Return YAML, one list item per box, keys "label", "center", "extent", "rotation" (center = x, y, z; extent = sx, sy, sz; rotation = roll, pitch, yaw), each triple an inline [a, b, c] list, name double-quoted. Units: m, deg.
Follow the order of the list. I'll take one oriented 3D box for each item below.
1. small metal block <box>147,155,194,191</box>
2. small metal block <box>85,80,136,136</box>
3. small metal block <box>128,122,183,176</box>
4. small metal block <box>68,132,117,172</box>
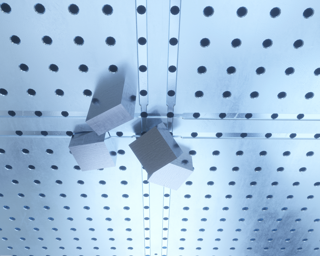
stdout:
- label: "small metal block"
  center: [0.015, 0.063, 0.465]
  extent: [0.050, 0.025, 0.050]
  rotation: [21, 127, -17]
- label: "small metal block"
  center: [-0.058, -0.025, 0.373]
  extent: [0.050, 0.050, 0.025]
  rotation: [-25, 126, 19]
- label: "small metal block"
  center: [-0.006, 0.028, 0.420]
  extent: [0.050, 0.025, 0.050]
  rotation: [-35, 88, 26]
- label: "small metal block"
  center: [-0.093, 0.032, 0.438]
  extent: [0.050, 0.025, 0.050]
  rotation: [-9, 130, 8]
